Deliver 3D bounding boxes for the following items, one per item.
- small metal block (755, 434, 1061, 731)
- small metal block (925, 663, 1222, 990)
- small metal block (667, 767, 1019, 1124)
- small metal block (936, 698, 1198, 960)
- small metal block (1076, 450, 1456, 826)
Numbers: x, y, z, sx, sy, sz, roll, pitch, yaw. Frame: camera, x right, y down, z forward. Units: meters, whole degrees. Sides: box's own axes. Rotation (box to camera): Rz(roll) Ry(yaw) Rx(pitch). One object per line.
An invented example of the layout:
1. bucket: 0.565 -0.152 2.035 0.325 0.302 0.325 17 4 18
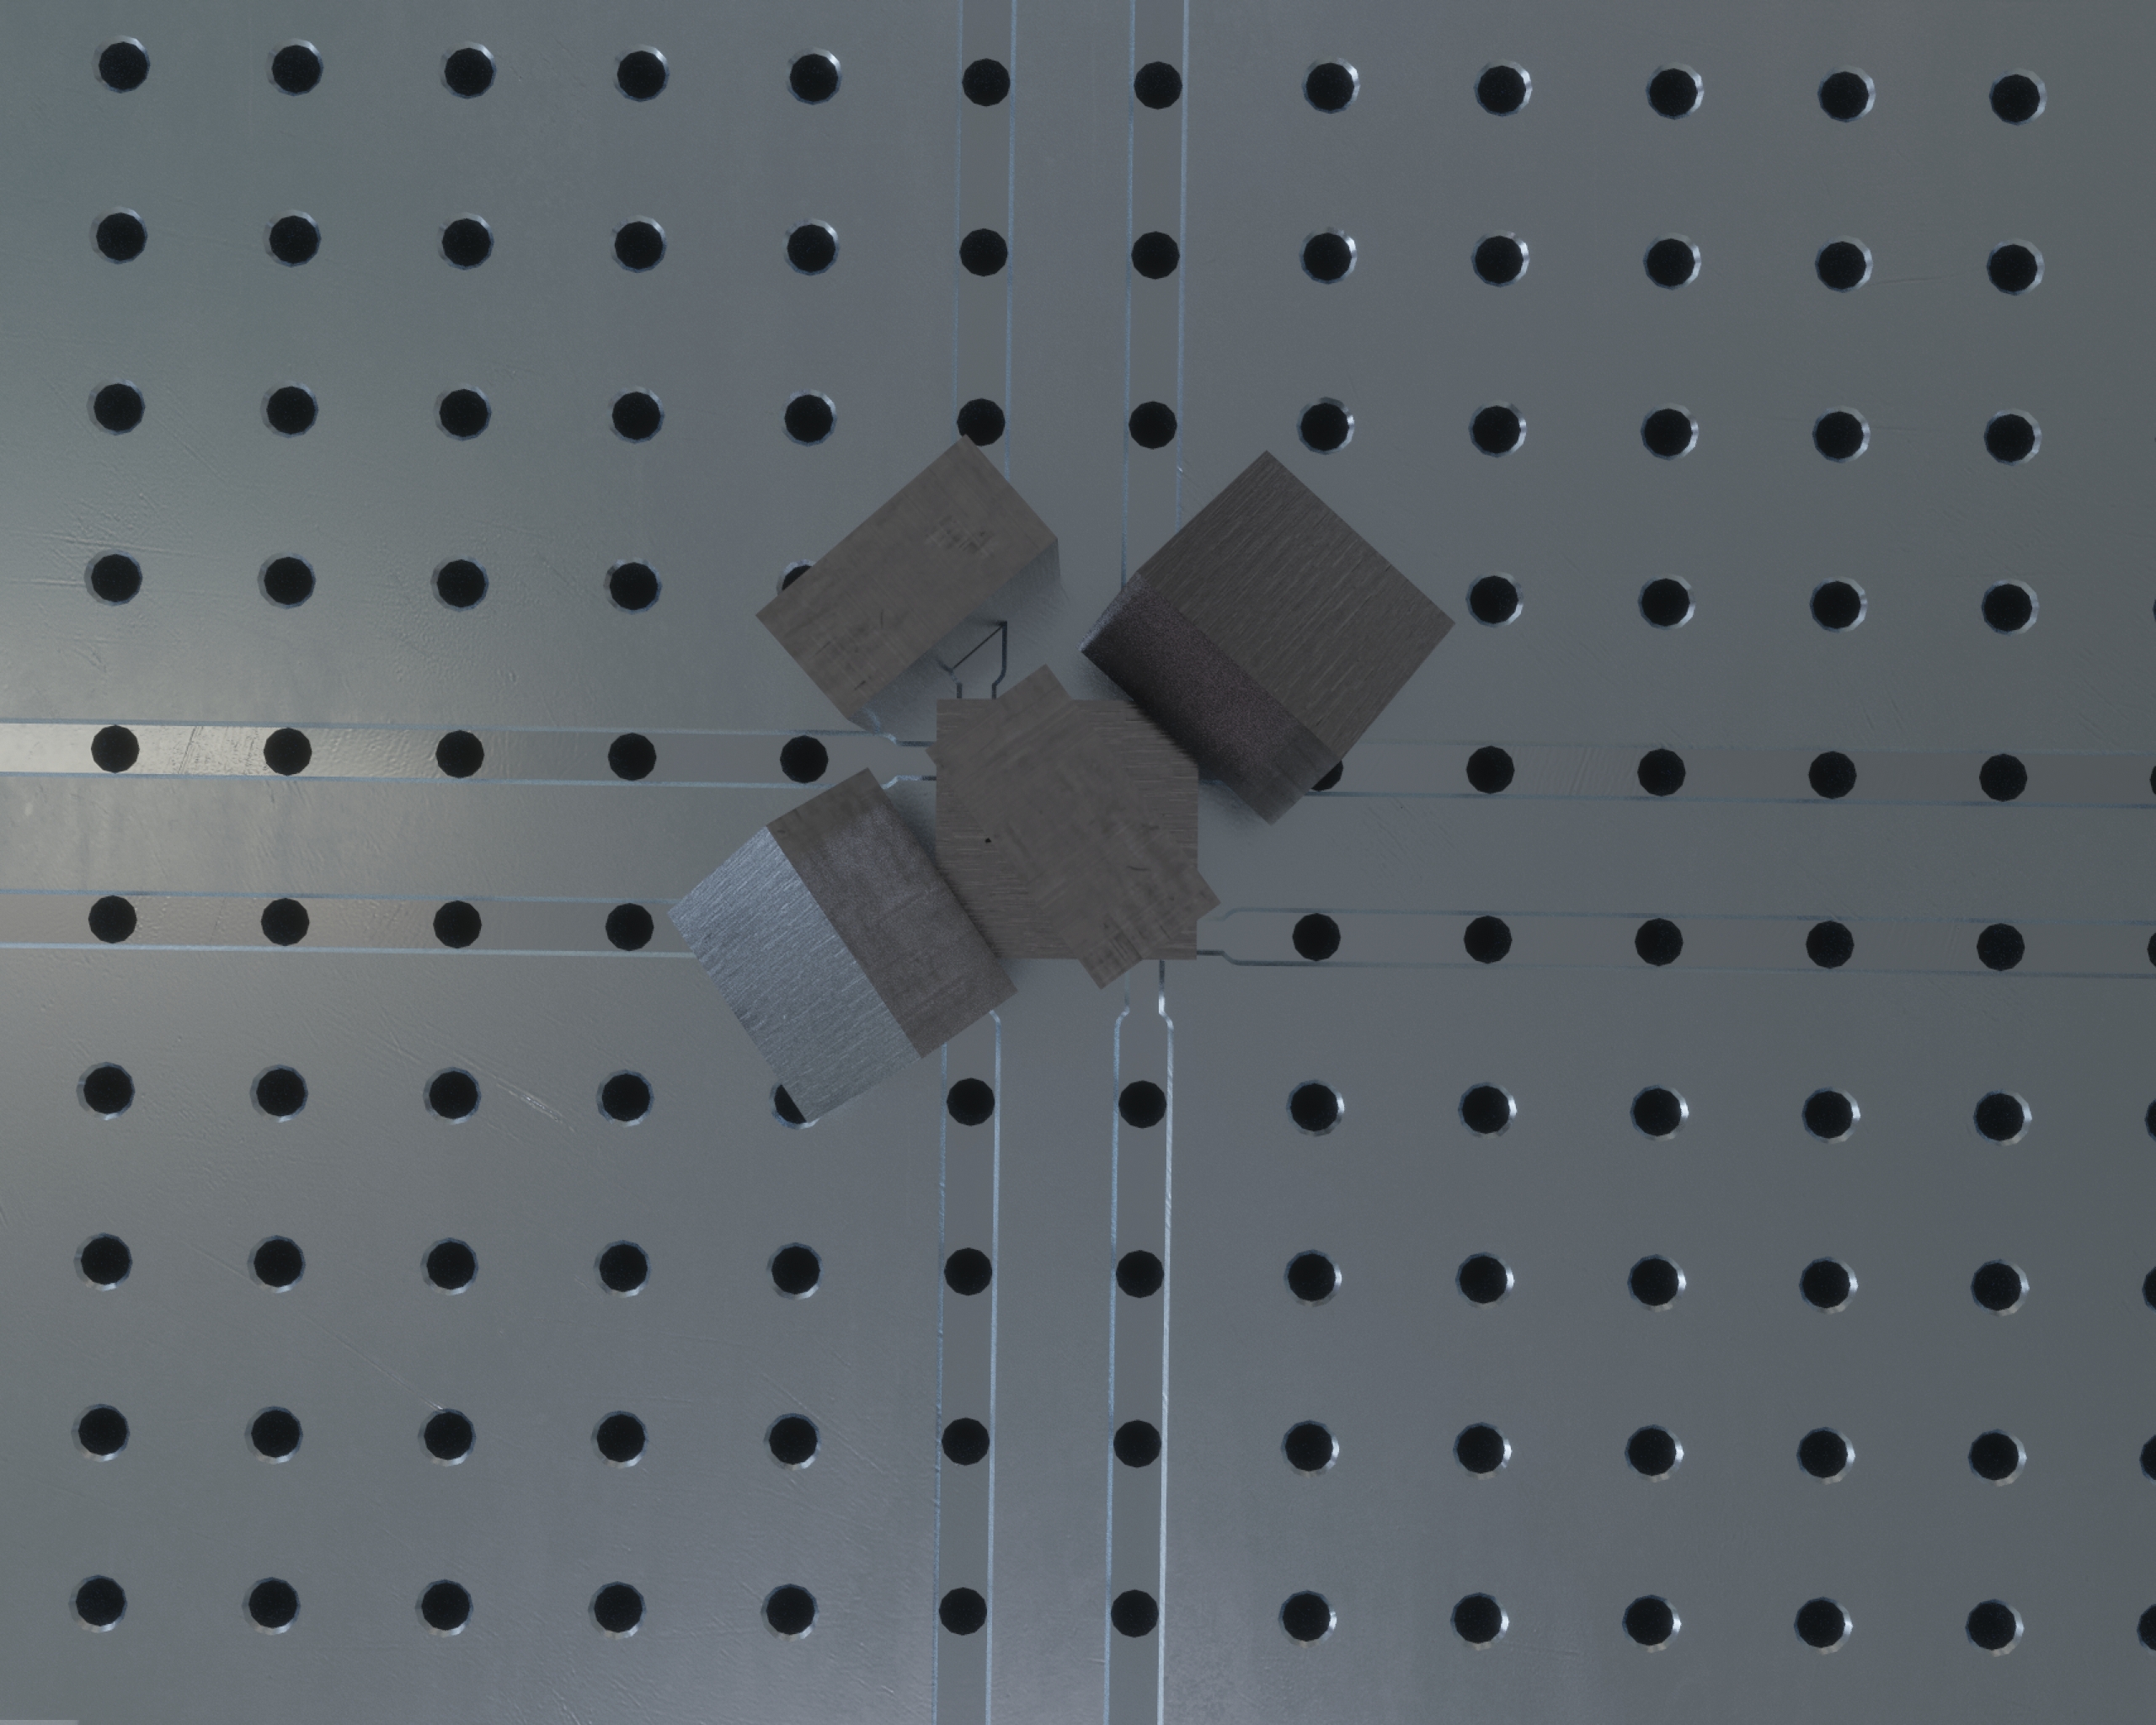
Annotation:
1. small metal block: -0.031 -0.052 0.401 0.050 0.050 0.025 -41 90 0
2. small metal block: -0.001 -0.006 0.376 0.025 0.050 0.050 -36 91 -1
3. small metal block: -0.046 0.017 0.398 0.025 0.050 0.050 -34 90 -37
4. small metal block: -0.002 -0.006 0.413 0.050 0.025 0.050 1 90 -1
5. small metal block: 0.037 -0.044 0.400 0.050 0.025 0.050 43 50 0
